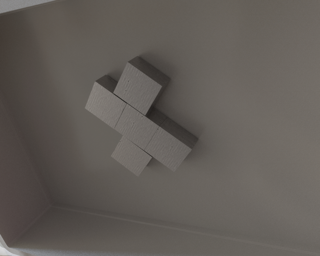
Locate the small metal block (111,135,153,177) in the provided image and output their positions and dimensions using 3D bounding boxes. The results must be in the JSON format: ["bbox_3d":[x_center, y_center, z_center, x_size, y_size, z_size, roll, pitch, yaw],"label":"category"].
[{"bbox_3d":[-0.036,0.035,0.447,0.050,0.025,0.050,37,130,3],"label":"small metal block"}]

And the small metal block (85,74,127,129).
[{"bbox_3d":[-0.068,-0.035,0.420,0.050,0.025,0.050,36,129,4],"label":"small metal block"}]

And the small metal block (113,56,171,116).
[{"bbox_3d":[-0.023,-0.052,0.386,0.050,0.025,0.050,36,128,4],"label":"small metal block"}]

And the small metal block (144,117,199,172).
[{"bbox_3d":[0.014,0.023,0.412,0.050,0.025,0.050,36,129,4],"label":"small metal block"}]

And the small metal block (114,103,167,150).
[{"bbox_3d":[-0.027,-0.006,0.415,0.050,0.025,0.050,36,129,4],"label":"small metal block"}]
